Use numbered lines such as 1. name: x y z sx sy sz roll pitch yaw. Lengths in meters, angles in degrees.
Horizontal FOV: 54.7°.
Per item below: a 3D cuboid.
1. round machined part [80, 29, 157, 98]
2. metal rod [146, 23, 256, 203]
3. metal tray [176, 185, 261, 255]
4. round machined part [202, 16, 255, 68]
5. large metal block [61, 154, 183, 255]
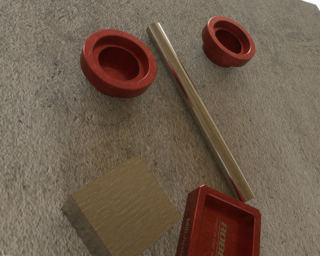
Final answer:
1. round machined part: -0.057 -0.080 0.412 0.099 0.042 0.098 14 56 -21
2. metal rod: 0.052 -0.032 0.453 0.025 0.025 0.299 -14 69 -34
3. metal tray: 0.067 0.141 0.351 0.090 0.030 0.130 26 52 -12
4. round machined part: 0.115 -0.146 0.547 0.099 0.042 0.098 14 56 -21
5. large metal block: -0.039 0.087 0.315 0.081 0.050 0.080 -30 79 -38
